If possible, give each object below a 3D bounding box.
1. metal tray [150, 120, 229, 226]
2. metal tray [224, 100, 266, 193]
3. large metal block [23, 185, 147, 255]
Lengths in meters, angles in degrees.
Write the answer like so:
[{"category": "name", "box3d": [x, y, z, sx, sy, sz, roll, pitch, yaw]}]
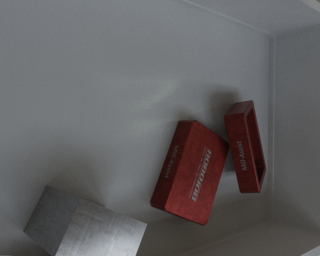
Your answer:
[{"category": "metal tray", "box3d": [0.047, 0.064, 0.446, 0.090, 0.030, 0.130, 32, 70, -36]}, {"category": "metal tray", "box3d": [0.141, 0.028, 0.502, 0.090, 0.030, 0.129, -37, 115, -59]}, {"category": "large metal block", "box3d": [-0.075, 0.100, 0.310, 0.080, 0.080, 0.050, 34, 69, -35]}]
